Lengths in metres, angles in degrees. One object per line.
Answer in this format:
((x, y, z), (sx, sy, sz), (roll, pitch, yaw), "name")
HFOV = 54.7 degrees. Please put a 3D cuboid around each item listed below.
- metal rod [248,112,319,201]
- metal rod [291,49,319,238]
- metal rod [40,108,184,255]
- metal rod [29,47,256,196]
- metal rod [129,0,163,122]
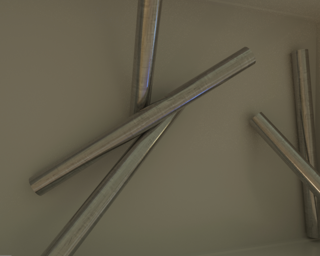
((0.233, 0.096, 0.425), (0.025, 0.025, 0.300), (-34, 74, -17), "metal rod")
((0.237, 0.026, 0.497), (0.025, 0.025, 0.298), (-7, 92, -20), "metal rod")
((-0.053, 0.064, 0.349), (0.025, 0.025, 0.301), (46, 60, -14), "metal rod")
((-0.016, -0.011, 0.372), (0.301, 0.025, 0.025), (-32, 101, -5), "metal rod")
((-0.010, -0.130, 0.318), (0.025, 0.025, 0.298), (-6, 128, -20), "metal rod")
